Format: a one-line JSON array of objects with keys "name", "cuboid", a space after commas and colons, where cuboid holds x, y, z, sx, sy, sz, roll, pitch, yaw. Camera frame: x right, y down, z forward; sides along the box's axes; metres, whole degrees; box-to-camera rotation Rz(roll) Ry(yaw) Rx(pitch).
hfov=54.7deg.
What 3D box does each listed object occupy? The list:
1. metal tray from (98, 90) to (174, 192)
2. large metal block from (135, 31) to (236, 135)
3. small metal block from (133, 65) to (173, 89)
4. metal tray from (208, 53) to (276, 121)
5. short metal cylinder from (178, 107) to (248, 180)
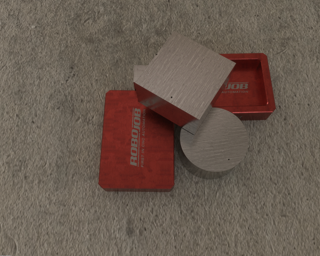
[{"name": "metal tray", "cuboid": [-0.027, 0.016, 0.402, 0.091, 0.030, 0.130, 1, 70, 0]}, {"name": "large metal block", "cuboid": [0.029, -0.052, 0.361, 0.080, 0.050, 0.080, 31, 73, 10]}, {"name": "small metal block", "cuboid": [-0.008, -0.061, 0.418, 0.050, 0.050, 0.025, 1, 70, 0]}, {"name": "metal tray", "cuboid": [0.084, -0.056, 0.428, 0.131, 0.030, 0.090, -1, 70, -1]}, {"name": "short metal cylinder", "cuboid": [0.064, 0.021, 0.389, 0.080, 0.050, 0.080, 0, 70, 0]}]
